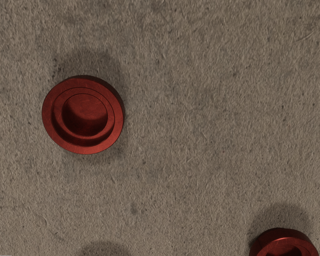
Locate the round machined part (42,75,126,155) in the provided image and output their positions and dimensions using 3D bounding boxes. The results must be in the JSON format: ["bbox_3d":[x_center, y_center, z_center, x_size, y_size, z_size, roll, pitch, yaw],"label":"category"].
[{"bbox_3d":[-0.093,-0.019,0.392,0.099,0.042,0.097,0,110,-1],"label":"round machined part"}]

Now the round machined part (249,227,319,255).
[{"bbox_3d":[0.185,0.193,0.475,0.099,0.042,0.097,0,110,-1],"label":"round machined part"}]
